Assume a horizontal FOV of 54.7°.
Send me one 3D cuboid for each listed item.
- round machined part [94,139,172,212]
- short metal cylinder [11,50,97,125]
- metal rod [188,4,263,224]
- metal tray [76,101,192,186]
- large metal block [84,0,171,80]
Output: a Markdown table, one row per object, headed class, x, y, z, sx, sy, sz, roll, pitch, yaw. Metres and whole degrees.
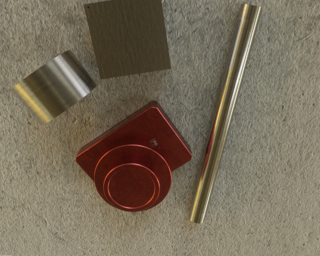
| class | x | y | z | sx | sy | sz | roll | pitch | yaw |
| --- | --- | --- | --- | --- | --- | --- | --- | --- | --- |
| round machined part | -0.034 | 0.066 | 0.392 | 0.099 | 0.042 | 0.097 | 0 | 110 | -1 |
| short metal cylinder | -0.122 | -0.047 | 0.361 | 0.080 | 0.080 | 0.050 | -32 | 107 | 11 |
| metal rod | 0.080 | -0.004 | 0.409 | 0.025 | 0.025 | 0.298 | 9 | 110 | -4 |
| metal tray | -0.034 | 0.035 | 0.420 | 0.130 | 0.030 | 0.090 | -33 | 107 | 11 |
| large metal block | -0.034 | -0.106 | 0.357 | 0.080 | 0.050 | 0.079 | -8 | 110 | 2 |
